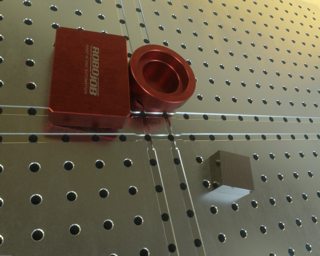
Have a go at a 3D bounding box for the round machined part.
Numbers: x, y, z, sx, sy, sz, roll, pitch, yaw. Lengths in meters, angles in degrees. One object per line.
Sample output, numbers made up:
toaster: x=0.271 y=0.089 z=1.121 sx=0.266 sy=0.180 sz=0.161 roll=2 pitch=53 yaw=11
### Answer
round machined part: x=-0.002 y=-0.066 z=0.436 sx=0.099 sy=0.042 sz=0.098 roll=14 pitch=56 yaw=-21

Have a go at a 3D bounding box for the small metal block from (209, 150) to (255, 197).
small metal block: x=0.097 y=0.062 z=0.423 sx=0.050 sy=0.025 sz=0.050 roll=14 pitch=56 yaw=-21

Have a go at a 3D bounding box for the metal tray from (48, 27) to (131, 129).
metal tray: x=-0.087 y=-0.064 z=0.389 sx=0.091 sy=0.030 sz=0.130 roll=4 pitch=60 yaw=-17
